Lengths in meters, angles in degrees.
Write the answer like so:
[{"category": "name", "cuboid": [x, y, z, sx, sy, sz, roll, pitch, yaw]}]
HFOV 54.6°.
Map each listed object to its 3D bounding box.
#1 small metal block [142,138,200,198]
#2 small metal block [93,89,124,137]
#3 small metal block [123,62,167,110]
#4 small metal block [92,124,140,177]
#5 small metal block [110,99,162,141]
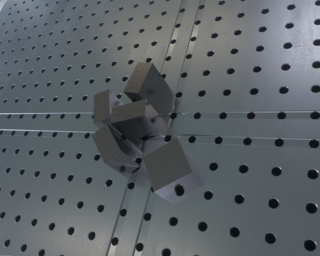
[{"category": "small metal block", "cuboid": [0.013, 0.048, 0.373, 0.050, 0.025, 0.050, -29, 52, 9]}, {"category": "small metal block", "cuboid": [-0.069, -0.018, 0.441, 0.025, 0.050, 0.050, -19, 54, 17]}, {"category": "small metal block", "cuboid": [-0.019, -0.057, 0.438, 0.025, 0.050, 0.050, 10, 67, 33]}, {"category": "small metal block", "cuboid": [-0.057, 0.030, 0.405, 0.025, 0.050, 0.050, -37, 51, 4]}, {"category": "small metal block", "cuboid": [-0.030, -0.010, 0.415, 0.050, 0.050, 0.025, -13, 57, 21]}]
